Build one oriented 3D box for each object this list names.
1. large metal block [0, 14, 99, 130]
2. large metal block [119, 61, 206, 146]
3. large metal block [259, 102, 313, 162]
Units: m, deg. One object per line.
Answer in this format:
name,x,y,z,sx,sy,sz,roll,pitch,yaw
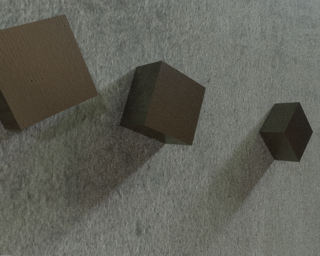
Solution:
large metal block,-0.118,-0.052,0.291,0.081,0.050,0.080,-32,110,-36
large metal block,0.005,-0.028,0.395,0.080,0.050,0.080,24,75,-38
large metal block,0.245,0.008,0.597,0.080,0.050,0.080,-52,121,-27
